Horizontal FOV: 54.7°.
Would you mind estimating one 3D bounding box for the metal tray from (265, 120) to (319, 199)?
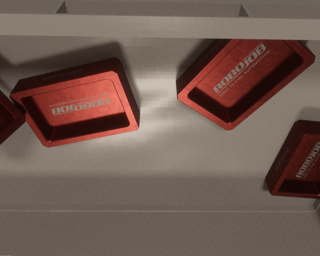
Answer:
[{"bbox_3d":[0.221,0.050,0.451,0.091,0.030,0.129,5,130,-5],"label":"metal tray"}]

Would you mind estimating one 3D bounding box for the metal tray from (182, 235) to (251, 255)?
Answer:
[{"bbox_3d":[0.119,0.266,0.637,0.131,0.030,0.090,-11,130,8],"label":"metal tray"}]

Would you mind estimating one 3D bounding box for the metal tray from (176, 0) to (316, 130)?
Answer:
[{"bbox_3d":[0.092,-0.063,0.353,0.090,0.030,0.129,30,124,-24],"label":"metal tray"}]

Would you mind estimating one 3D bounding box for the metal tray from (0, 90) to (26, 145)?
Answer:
[{"bbox_3d":[-0.221,-0.026,0.322,0.030,0.090,0.130,-6,129,46],"label":"metal tray"}]

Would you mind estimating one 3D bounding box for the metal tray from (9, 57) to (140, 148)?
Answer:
[{"bbox_3d":[-0.099,-0.028,0.380,0.131,0.030,0.090,-11,130,8],"label":"metal tray"}]
